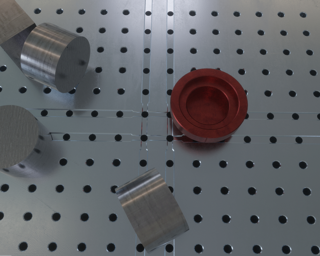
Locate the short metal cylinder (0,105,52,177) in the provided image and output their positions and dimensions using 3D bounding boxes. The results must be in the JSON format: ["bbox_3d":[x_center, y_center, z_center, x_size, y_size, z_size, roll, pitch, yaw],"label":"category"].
[{"bbox_3d":[-0.185,0.018,0.391,0.081,0.050,0.080,0,70,0],"label":"short metal cylinder"}]

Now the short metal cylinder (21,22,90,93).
[{"bbox_3d":[-0.137,-0.093,0.416,0.050,0.080,0.080,24,72,8],"label":"short metal cylinder"}]

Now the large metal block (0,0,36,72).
[{"bbox_3d":[-0.202,-0.131,0.429,0.050,0.080,0.080,-39,75,-13],"label":"large metal block"}]

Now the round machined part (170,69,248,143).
[{"bbox_3d":[0.062,-0.026,0.413,0.099,0.042,0.098,0,70,0],"label":"round machined part"}]

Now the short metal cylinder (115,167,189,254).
[{"bbox_3d":[-0.009,0.092,0.349,0.050,0.080,0.080,-28,73,-10],"label":"short metal cylinder"}]
